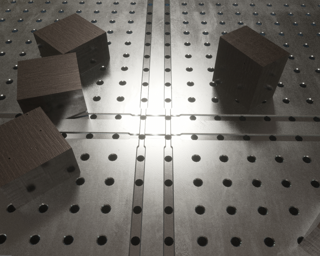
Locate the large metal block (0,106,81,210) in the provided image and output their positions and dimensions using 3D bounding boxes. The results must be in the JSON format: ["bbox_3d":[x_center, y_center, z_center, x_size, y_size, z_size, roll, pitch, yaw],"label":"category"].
[{"bbox_3d":[-0.154,0.032,0.362,0.081,0.050,0.080,-31,57,-24],"label":"large metal block"}]

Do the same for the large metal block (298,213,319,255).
[{"bbox_3d":[0.201,0.106,0.305,0.080,0.050,0.080,36,58,26],"label":"large metal block"}]

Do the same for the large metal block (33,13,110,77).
[{"bbox_3d":[-0.141,-0.134,0.502,0.080,0.050,0.080,36,58,26],"label":"large metal block"}]

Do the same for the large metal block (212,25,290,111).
[{"bbox_3d":[0.126,-0.087,0.446,0.050,0.080,0.080,-28,56,-22],"label":"large metal block"}]

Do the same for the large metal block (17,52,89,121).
[{"bbox_3d":[-0.151,-0.057,0.437,0.081,0.050,0.080,-12,51,-10],"label":"large metal block"}]
